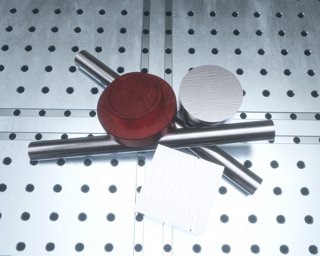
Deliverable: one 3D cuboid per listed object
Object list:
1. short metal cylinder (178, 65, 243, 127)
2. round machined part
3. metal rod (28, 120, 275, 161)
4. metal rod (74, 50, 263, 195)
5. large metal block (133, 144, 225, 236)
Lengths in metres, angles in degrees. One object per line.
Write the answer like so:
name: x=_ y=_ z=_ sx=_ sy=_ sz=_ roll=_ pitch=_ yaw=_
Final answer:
short metal cylinder: x=0.064 y=-0.036 z=0.411 sx=0.081 sy=0.050 sz=0.080 roll=0 pitch=70 yaw=0
round machined part: x=-0.029 y=-0.029 z=0.377 sx=0.099 sy=0.042 sz=0.098 roll=-2 pitch=61 yaw=5
metal rod: x=-0.014 y=0.016 z=0.386 sx=0.302 sy=0.025 sz=0.025 roll=-5 pitch=70 yaw=5
metal rod: x=0.003 y=-0.014 z=0.417 sx=0.300 sy=0.025 sz=0.025 roll=37 pitch=74 yaw=12
large metal block: x=0.022 y=0.075 z=0.369 sx=0.080 sy=0.050 sz=0.080 roll=19 pitch=71 yaw=6
